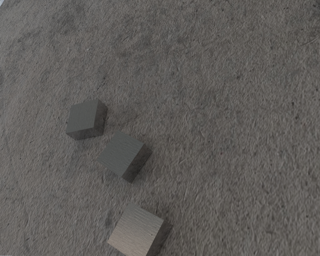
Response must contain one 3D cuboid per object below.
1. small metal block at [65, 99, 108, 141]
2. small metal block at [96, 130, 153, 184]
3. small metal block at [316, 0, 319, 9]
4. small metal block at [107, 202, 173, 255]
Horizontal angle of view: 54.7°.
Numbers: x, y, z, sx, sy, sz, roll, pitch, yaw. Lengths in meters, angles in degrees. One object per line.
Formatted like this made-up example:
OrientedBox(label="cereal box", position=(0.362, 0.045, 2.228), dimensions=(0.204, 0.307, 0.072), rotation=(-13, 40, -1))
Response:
OrientedBox(label="small metal block", position=(-0.111, -0.012, 0.470), dimensions=(0.050, 0.025, 0.050), rotation=(-11, 57, 22))
OrientedBox(label="small metal block", position=(-0.046, 0.037, 0.406), dimensions=(0.050, 0.025, 0.050), rotation=(25, 75, 36))
OrientedBox(label="small metal block", position=(0.227, -0.182, 0.397), dimensions=(0.050, 0.025, 0.050), rotation=(-13, 56, 20))
OrientedBox(label="small metal block", position=(-0.022, 0.117, 0.343), dimensions=(0.050, 0.025, 0.050), rotation=(18, 71, 35))
